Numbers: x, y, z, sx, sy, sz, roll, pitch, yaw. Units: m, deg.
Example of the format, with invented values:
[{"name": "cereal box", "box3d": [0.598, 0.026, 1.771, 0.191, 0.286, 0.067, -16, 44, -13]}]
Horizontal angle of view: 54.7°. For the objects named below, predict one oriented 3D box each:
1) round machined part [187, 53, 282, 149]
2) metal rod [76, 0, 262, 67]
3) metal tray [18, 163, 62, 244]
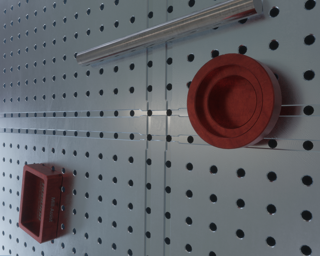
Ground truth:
[{"name": "round machined part", "box3d": [0.081, -0.027, 0.332, 0.098, 0.042, 0.097, 0, 90, 40]}, {"name": "metal rod", "box3d": [-0.013, -0.123, 0.419, 0.300, 0.025, 0.025, -4, 87, 39]}, {"name": "metal tray", "box3d": [-0.232, 0.142, 0.597, 0.090, 0.030, 0.129, 13, 98, 39]}]
